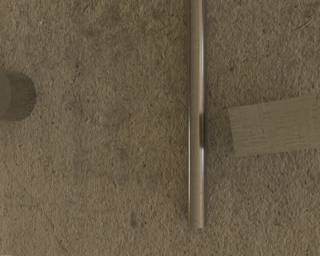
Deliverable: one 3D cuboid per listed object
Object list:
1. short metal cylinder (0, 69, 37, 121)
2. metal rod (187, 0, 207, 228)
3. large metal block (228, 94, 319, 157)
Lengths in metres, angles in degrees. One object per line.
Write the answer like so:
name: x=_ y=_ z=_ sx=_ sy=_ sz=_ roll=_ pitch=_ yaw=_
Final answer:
short metal cylinder: x=-0.242 y=-0.051 z=0.479 sx=0.080 sy=0.050 sz=0.079 roll=0 pitch=90 yaw=19
metal rod: x=0.047 y=-0.026 z=0.391 sx=0.025 sy=0.025 sz=0.298 roll=0 pitch=90 yaw=19
large metal block: x=0.123 y=-0.001 z=0.336 sx=0.080 sy=0.080 sz=0.050 roll=-9 pitch=87 yaw=19
